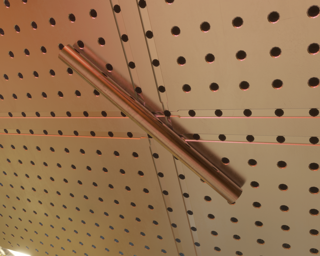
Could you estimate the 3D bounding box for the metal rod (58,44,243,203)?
[{"bbox_3d":[-0.013,-0.006,0.415,0.300,0.025,0.025,40,129,0],"label":"metal rod"}]
